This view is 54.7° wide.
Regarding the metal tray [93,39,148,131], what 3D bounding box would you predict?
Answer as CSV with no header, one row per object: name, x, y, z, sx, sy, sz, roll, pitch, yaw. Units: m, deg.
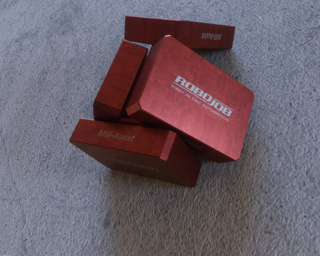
metal tray,-0.052,-0.037,0.391,0.030,0.130,0.090,21,69,-3

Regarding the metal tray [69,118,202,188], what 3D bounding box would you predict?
metal tray,-0.028,0.029,0.358,0.130,0.090,0.030,7,66,31

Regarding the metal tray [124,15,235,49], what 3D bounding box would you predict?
metal tray,0.029,-0.125,0.406,0.090,0.131,0.030,19,113,35

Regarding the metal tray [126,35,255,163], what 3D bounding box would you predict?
metal tray,0.039,-0.028,0.337,0.030,0.131,0.090,-20,46,59

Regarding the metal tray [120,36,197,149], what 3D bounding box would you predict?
metal tray,0.008,-0.041,0.383,0.030,0.090,0.130,7,65,31
